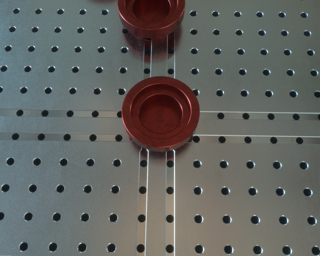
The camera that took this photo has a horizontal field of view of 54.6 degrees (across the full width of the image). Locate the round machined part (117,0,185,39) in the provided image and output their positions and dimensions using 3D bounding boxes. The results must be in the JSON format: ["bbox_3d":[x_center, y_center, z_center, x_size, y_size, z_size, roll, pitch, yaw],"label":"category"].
[{"bbox_3d":[-0.012,-0.175,0.467,0.099,0.042,0.098,0,70,0],"label":"round machined part"}]

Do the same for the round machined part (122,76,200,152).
[{"bbox_3d":[0.001,-0.015,0.408,0.099,0.042,0.098,0,70,0],"label":"round machined part"}]
